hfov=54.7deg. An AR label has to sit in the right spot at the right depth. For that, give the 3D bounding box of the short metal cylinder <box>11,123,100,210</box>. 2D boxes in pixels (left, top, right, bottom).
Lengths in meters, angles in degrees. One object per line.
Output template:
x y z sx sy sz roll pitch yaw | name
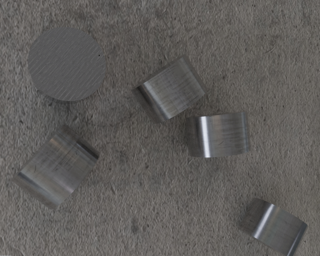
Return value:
-0.112 0.041 0.338 0.050 0.080 0.080 44 76 -15 | short metal cylinder

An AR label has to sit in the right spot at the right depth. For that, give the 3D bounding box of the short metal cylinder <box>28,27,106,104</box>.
-0.107 -0.069 0.356 0.081 0.050 0.080 0 90 -20 | short metal cylinder

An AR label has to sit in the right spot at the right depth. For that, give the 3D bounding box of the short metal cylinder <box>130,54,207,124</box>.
0.011 -0.048 0.384 0.080 0.080 0.050 -37 102 -16 | short metal cylinder

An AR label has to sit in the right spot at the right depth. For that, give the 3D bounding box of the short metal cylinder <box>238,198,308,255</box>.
0.159 0.141 0.438 0.080 0.080 0.050 34 79 -17 | short metal cylinder

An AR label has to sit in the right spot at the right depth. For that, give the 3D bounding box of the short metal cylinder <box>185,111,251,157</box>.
0.076 0.007 0.408 0.081 0.080 0.050 -7 93 -20 | short metal cylinder
